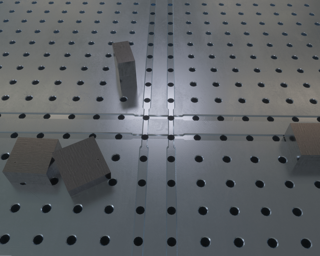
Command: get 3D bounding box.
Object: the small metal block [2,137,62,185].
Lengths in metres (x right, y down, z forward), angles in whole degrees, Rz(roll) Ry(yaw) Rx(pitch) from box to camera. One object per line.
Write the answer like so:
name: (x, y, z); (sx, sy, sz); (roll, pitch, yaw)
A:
small metal block: (-0.151, 0.039, 0.374); (0.050, 0.025, 0.050); (3, 50, 2)

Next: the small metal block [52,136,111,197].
small metal block: (-0.091, 0.044, 0.362); (0.050, 0.025, 0.050); (-23, 70, -18)

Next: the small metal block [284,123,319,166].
small metal block: (0.192, 0.021, 0.391); (0.050, 0.025, 0.050); (0, 50, 0)

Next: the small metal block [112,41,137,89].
small metal block: (-0.054, -0.096, 0.472); (0.025, 0.050, 0.050); (-12, 51, -9)
